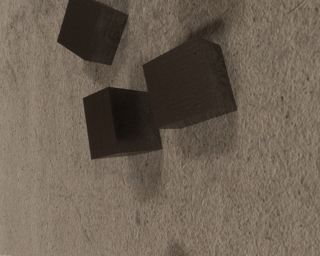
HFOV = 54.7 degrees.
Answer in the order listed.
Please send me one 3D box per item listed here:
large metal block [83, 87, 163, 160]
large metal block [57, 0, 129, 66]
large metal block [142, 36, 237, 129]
[{"bbox_3d":[-0.048,-0.005,0.406,0.050,0.081,0.080,-16,80,39],"label":"large metal block"},{"bbox_3d":[-0.104,-0.151,0.472,0.080,0.050,0.079,36,112,34],"label":"large metal block"},{"bbox_3d":[0.033,-0.048,0.360,0.080,0.050,0.080,-20,78,38],"label":"large metal block"}]
